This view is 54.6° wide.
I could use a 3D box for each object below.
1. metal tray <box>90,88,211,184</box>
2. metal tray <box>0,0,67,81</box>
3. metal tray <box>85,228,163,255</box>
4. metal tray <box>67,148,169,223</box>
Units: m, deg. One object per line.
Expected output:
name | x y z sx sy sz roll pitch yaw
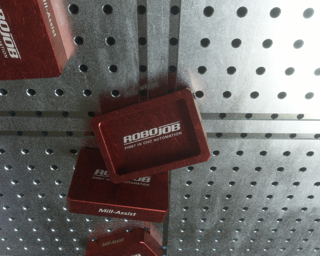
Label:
metal tray | -0.011 0.010 0.388 0.130 0.030 0.090 -16 97 13
metal tray | -0.157 -0.112 0.312 0.090 0.030 0.129 -3 130 2
metal tray | -0.071 0.249 0.620 0.130 0.030 0.090 -20 128 16
metal tray | -0.055 0.079 0.434 0.131 0.090 0.030 9 132 -8
